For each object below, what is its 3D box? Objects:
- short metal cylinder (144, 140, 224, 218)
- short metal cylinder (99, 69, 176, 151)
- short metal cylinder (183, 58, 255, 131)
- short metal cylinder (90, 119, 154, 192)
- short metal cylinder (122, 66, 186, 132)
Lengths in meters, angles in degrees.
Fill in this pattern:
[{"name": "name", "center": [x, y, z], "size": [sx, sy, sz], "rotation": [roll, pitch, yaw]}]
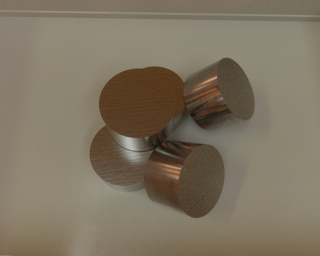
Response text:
[{"name": "short metal cylinder", "center": [0.029, 0.055, 0.352], "size": [0.050, 0.080, 0.080], "rotation": [5, 63, 45]}, {"name": "short metal cylinder", "center": [-0.023, -0.019, 0.347], "size": [0.081, 0.050, 0.080], "rotation": [0, 70, 0]}, {"name": "short metal cylinder", "center": [0.075, -0.041, 0.389], "size": [0.080, 0.050, 0.080], "rotation": [20, 61, -40]}, {"name": "short metal cylinder", "center": [-0.041, 0.035, 0.382], "size": [0.081, 0.050, 0.080], "rotation": [0, 70, 0]}, {"name": "short metal cylinder", "center": [-0.007, -0.033, 0.406], "size": [0.081, 0.050, 0.080], "rotation": [0, 70, 0]}]
